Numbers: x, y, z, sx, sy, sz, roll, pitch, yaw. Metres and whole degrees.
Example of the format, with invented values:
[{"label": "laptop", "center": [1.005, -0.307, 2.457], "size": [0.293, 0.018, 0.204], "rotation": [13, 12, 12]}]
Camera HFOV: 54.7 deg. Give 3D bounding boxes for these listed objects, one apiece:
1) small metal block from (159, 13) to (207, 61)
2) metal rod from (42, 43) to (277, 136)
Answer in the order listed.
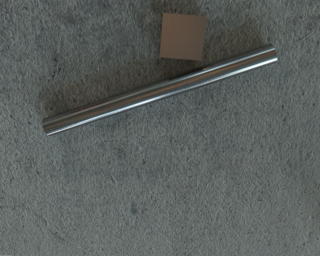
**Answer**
[{"label": "small metal block", "center": [0.026, -0.109, 0.370], "size": [0.050, 0.025, 0.050], "rotation": [4, 110, -2]}, {"label": "metal rod", "center": [-0.005, -0.046, 0.392], "size": [0.301, 0.025, 0.025], "rotation": [-17, 109, 6]}]
